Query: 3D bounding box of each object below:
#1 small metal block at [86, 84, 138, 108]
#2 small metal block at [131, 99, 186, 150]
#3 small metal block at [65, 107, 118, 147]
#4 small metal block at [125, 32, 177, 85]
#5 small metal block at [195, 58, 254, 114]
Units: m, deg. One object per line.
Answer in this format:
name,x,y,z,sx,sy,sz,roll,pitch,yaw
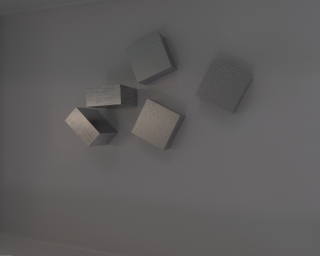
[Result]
small metal block,-0.064,-0.041,0.420,0.050,0.050,0.025,-3,89,20
small metal block,-0.002,-0.005,0.411,0.050,0.025,0.050,28,99,17
small metal block,-0.094,-0.002,0.430,0.050,0.050,0.025,46,104,14
small metal block,-0.012,-0.092,0.415,0.050,0.025,0.050,-23,83,18
small metal block,0.079,-0.051,0.382,0.050,0.025,0.050,29,99,17
